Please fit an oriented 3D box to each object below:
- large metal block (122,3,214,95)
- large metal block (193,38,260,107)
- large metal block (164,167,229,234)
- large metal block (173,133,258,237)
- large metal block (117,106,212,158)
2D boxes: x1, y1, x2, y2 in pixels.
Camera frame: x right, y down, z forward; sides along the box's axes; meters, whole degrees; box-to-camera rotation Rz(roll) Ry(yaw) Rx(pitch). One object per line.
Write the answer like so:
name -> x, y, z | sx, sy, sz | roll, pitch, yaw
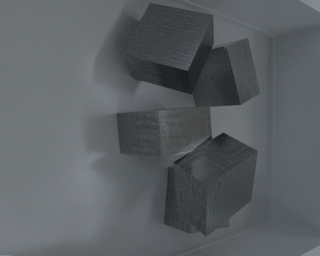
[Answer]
large metal block -> 0.013, -0.096, 0.374 | 0.050, 0.080, 0.080 | 69, 43, -64
large metal block -> 0.088, -0.077, 0.447 | 0.050, 0.080, 0.080 | -28, 108, -37
large metal block -> 0.055, 0.098, 0.440 | 0.081, 0.050, 0.080 | 7, 85, -40
large metal block -> 0.065, 0.064, 0.363 | 0.081, 0.050, 0.079 | -27, 130, -29
large metal block -> 0.005, 0.002, 0.377 | 0.081, 0.080, 0.050 | -8, 96, -40
